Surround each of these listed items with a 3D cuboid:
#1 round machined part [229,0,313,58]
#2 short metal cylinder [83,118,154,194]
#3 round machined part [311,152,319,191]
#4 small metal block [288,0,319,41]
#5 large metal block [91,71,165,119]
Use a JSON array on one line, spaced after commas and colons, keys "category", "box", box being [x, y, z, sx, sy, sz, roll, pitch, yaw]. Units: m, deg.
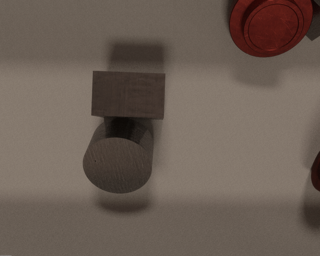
[{"category": "round machined part", "box": [0.135, -0.130, 0.379, 0.099, 0.042, 0.097, 4, 130, 5]}, {"category": "short metal cylinder", "box": [-0.049, 0.034, 0.383, 0.081, 0.050, 0.079, 0, 118, 1]}, {"category": "round machined part", "box": [0.237, 0.045, 0.378, 0.042, 0.098, 0.098, 31, 90, -1]}, {"category": "small metal block", "box": [0.201, -0.148, 0.400, 0.050, 0.050, 0.025, 45, 79, -1]}, {"category": "large metal block", "box": [-0.035, -0.037, 0.383, 0.081, 0.080, 0.050, 2, 90, -1]}]
